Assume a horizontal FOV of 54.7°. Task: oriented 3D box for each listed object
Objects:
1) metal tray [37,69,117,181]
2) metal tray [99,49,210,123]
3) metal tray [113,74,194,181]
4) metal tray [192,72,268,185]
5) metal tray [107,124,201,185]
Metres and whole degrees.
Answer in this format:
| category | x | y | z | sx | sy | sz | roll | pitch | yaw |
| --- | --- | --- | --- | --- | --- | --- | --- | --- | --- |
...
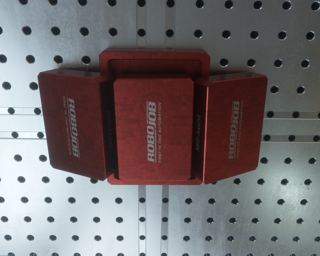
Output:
| category | x | y | z | sx | sy | sz | roll | pitch | yaw |
| --- | --- | --- | --- | --- | --- | --- | --- | --- | --- |
| metal tray | -0.101 | -0.005 | 0.388 | 0.090 | 0.030 | 0.129 | 9 | 113 | 24 |
| metal tray | -0.006 | -0.053 | 0.391 | 0.131 | 0.030 | 0.089 | 0 | 111 | -1 |
| metal tray | -0.007 | 0.001 | 0.378 | 0.091 | 0.030 | 0.129 | 0 | 110 | -1 |
| metal tray | 0.086 | -0.001 | 0.391 | 0.091 | 0.030 | 0.129 | -11 | 113 | -26 |
| metal tray | -0.006 | 0.032 | 0.423 | 0.131 | 0.030 | 0.089 | 0 | 111 | -1 |
